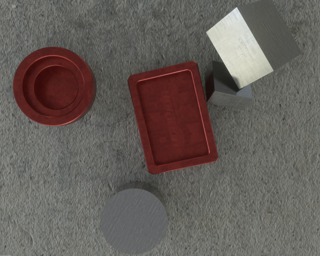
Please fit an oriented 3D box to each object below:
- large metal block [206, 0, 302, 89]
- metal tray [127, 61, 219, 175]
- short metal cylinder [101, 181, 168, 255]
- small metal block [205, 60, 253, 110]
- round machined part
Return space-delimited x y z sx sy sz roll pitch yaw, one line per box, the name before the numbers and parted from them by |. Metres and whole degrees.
large metal block | 0.117 -0.104 0.380 0.081 0.050 0.080 -30 90 -39
metal tray | 0.017 -0.013 0.403 0.090 0.030 0.129 -13 90 5
short metal cylinder | -0.031 0.112 0.397 0.081 0.050 0.079 0 90 -1
small metal block | 0.086 -0.054 0.395 0.050 0.025 0.050 10 57 -13
round machined part | -0.131 -0.051 0.400 0.099 0.042 0.097 0 90 -1
